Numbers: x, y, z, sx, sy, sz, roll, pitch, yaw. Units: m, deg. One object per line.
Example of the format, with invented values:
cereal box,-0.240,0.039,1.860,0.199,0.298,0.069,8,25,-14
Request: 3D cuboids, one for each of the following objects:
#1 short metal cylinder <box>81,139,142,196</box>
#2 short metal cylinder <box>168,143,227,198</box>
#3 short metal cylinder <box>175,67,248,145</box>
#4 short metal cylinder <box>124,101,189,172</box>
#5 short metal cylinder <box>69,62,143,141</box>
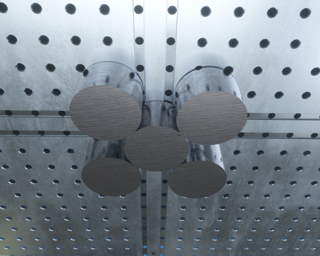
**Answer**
short metal cylinder,-0.065,0.052,0.437,0.081,0.050,0.079,0,130,0
short metal cylinder,0.051,0.056,0.443,0.081,0.050,0.079,0,130,0
short metal cylinder,0.059,-0.025,0.372,0.081,0.050,0.079,0,130,0
short metal cylinder,-0.004,0.012,0.404,0.081,0.050,0.079,0,130,0
short metal cylinder,-0.061,-0.031,0.367,0.081,0.050,0.079,0,130,0
